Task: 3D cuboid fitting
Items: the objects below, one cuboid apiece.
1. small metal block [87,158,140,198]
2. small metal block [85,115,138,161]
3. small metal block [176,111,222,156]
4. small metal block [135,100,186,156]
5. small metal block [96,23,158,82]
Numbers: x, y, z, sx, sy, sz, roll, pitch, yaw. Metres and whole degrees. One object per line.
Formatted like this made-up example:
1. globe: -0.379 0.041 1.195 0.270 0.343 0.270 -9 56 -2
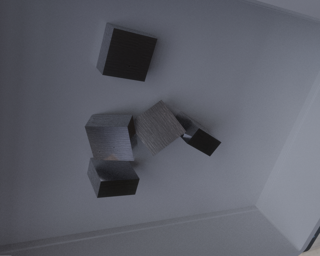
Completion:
1. small metal block: -0.061 0.062 0.399 0.050 0.050 0.025 2 118 -30
2. small metal block: -0.056 0.012 0.371 0.050 0.025 0.050 0 125 10
3. small metal block: 0.048 0.008 0.426 0.050 0.050 0.025 30 102 -38
4. small metal block: -0.003 0.001 0.391 0.050 0.025 0.050 -37 85 -4
5. small metal block: -0.037 -0.082 0.339 0.050 0.025 0.050 5 116 -31
